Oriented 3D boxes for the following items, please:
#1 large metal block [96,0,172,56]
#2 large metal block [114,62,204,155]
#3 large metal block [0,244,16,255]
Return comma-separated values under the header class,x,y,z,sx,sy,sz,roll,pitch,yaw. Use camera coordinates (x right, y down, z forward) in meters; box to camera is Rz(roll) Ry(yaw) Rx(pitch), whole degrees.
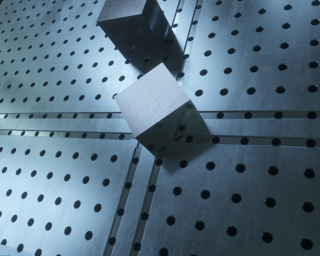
class,x,y,z,sx,sy,sz,roll,pitch,yaw
large metal block,-0.039,-0.163,0.492,0.080,0.080,0.050,1,63,28
large metal block,-0.003,-0.026,0.409,0.080,0.050,0.080,-35,52,5
large metal block,-0.213,0.181,0.372,0.080,0.080,0.050,27,77,37
